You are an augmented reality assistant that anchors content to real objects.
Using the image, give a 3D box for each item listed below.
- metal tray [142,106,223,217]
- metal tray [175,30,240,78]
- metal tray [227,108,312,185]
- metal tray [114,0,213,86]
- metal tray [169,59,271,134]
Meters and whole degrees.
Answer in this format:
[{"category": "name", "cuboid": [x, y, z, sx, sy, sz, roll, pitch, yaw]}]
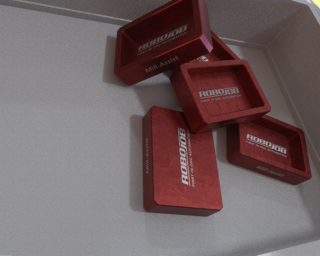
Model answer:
[{"category": "metal tray", "cuboid": [0.026, 0.041, 0.391, 0.091, 0.030, 0.130, 11, 57, -22]}, {"category": "metal tray", "cuboid": [0.077, -0.103, 0.493, 0.130, 0.030, 0.090, 43, 56, -6]}, {"category": "metal tray", "cuboid": [0.166, 0.026, 0.475, 0.131, 0.030, 0.090, 20, 54, -17]}, {"category": "metal tray", "cuboid": [0.001, -0.119, 0.414, 0.030, 0.130, 0.090, 40, 40, -48]}, {"category": "metal tray", "cuboid": [0.087, -0.049, 0.435, 0.131, 0.030, 0.090, -11, 71, -33]}]
